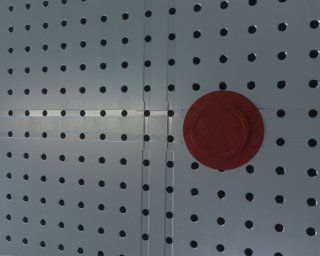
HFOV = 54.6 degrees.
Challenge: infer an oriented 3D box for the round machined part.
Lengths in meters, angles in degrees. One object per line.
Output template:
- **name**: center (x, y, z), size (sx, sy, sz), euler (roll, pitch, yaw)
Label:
- **round machined part**: center (0.075, 0.003, 0.377), size (0.098, 0.042, 0.097), euler (0, 90, 20)
